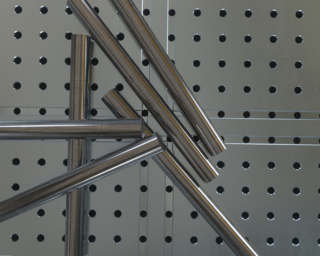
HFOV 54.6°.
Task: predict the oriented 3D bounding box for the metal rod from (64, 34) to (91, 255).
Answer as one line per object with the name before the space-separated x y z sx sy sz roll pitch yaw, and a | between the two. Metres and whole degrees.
metal rod | -0.110 0.028 0.412 0.025 0.025 0.298 2 90 0

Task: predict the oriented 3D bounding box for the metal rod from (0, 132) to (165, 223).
metal rod | -0.135 0.077 0.390 0.301 0.025 0.025 -24 90 9

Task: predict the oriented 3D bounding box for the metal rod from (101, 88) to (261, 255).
metal rod | 0.030 0.068 0.413 0.025 0.025 0.300 -41 90 0

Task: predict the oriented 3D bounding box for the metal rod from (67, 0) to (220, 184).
metal rod | -0.022 -0.052 0.413 0.025 0.025 0.300 -38 90 0

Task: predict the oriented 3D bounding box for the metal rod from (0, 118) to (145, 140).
metal rod | -0.170 0.003 0.393 0.301 0.025 0.025 -1 90 7

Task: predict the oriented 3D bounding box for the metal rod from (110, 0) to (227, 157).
metal rod | -0.002 -0.094 0.413 0.025 0.025 0.299 -33 90 0
